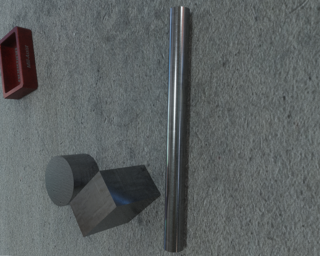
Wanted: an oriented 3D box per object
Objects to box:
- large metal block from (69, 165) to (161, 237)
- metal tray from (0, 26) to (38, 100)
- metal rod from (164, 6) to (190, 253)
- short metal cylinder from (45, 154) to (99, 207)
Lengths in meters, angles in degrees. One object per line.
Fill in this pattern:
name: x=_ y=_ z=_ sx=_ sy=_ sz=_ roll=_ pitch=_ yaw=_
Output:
large metal block: x=-0.060 y=0.096 z=0.419 sx=0.080 sy=0.081 sz=0.050 roll=-46 pitch=63 yaw=30
metal tray: x=-0.299 y=-0.133 z=0.648 sx=0.090 sy=0.030 sz=0.129 roll=-16 pitch=80 yaw=38
metal rod: x=0.021 y=0.003 z=0.387 sx=0.025 sy=0.025 sz=0.298 roll=2 pitch=92 yaw=40
short metal cylinder: x=-0.143 y=0.083 z=0.507 sx=0.080 sy=0.050 sz=0.079 roll=0 pitch=90 yaw=40
